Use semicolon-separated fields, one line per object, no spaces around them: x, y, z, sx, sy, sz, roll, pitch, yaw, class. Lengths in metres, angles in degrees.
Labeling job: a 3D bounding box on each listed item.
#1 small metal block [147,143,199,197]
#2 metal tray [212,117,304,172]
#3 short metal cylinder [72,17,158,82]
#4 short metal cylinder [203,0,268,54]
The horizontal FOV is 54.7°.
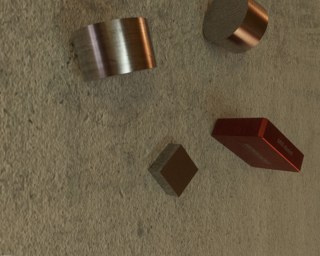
0.019;0.057;0.420;0.050;0.025;0.050;-50;119;-28;small metal block
0.157;0.028;0.493;0.130;0.090;0.030;34;69;-35;metal tray
-0.047;-0.081;0.329;0.081;0.080;0.050;-20;103;-38;short metal cylinder
0.111;-0.158;0.462;0.050;0.080;0.080;16;80;-39;short metal cylinder
